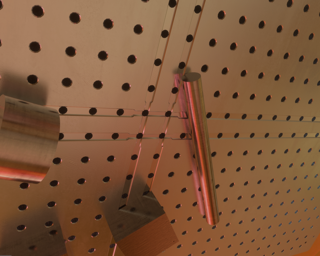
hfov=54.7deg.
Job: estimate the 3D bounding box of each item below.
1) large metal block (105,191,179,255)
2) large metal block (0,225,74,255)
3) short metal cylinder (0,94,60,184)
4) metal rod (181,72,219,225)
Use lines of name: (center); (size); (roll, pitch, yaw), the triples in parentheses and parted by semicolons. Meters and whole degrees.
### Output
large metal block: (-0.026, 0.158, 0.481); (0.080, 0.050, 0.080); (-29, 129, -11)
large metal block: (-0.162, 0.194, 0.427); (0.081, 0.050, 0.079); (-19, 126, -18)
short metal cylinder: (-0.140, 0.012, 0.307); (0.050, 0.080, 0.080); (17, 109, -36)
metal rod: (0.068, 0.052, 0.482); (0.025, 0.025, 0.298); (-24, 128, -14)
